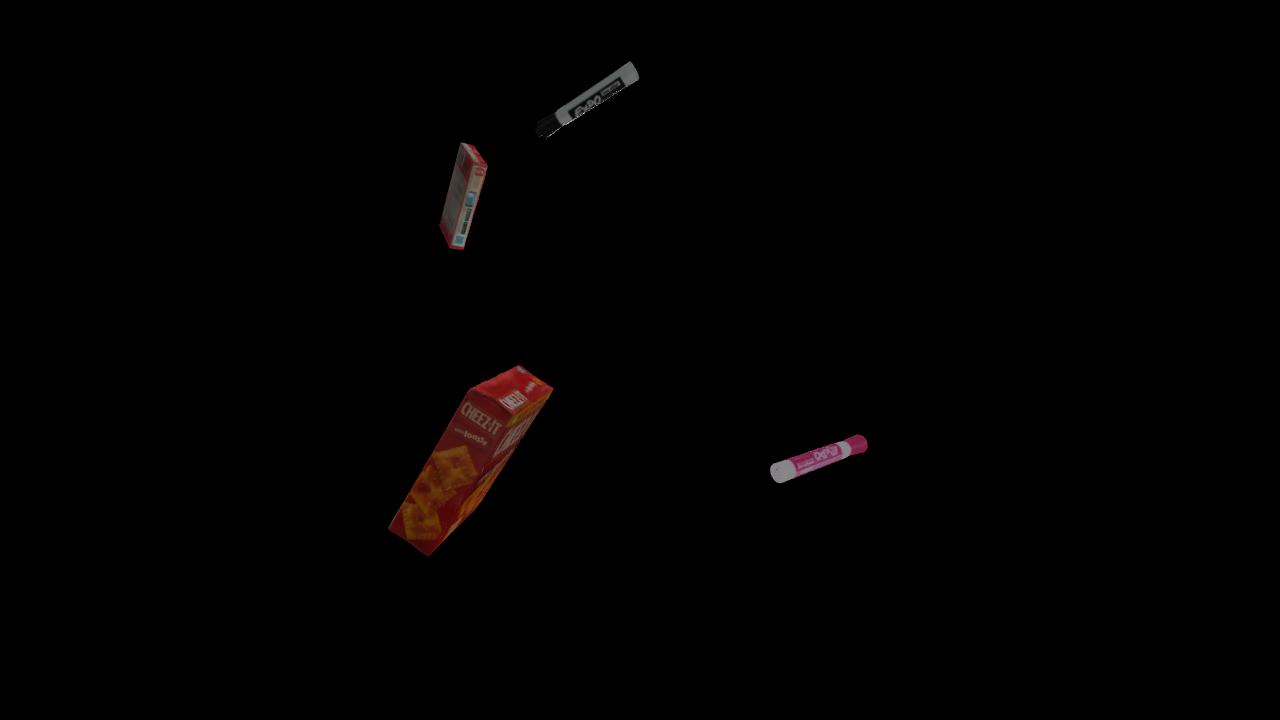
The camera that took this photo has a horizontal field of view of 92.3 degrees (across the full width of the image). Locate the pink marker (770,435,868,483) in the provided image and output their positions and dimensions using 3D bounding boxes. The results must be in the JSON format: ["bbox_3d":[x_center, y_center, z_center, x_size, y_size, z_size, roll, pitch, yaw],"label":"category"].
[{"bbox_3d":[0.176,0.093,0.592,0.121,0.020,0.020,-12,6,-30],"label":"pink marker"}]

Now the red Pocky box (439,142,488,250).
[{"bbox_3d":[-0.293,-0.269,1.014,0.028,0.155,0.083,3,37,-36],"label":"red Pocky box"}]

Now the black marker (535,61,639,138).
[{"bbox_3d":[-0.057,-0.265,0.632,0.121,0.020,0.020,-25,-8,18],"label":"black marker"}]

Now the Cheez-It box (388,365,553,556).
[{"bbox_3d":[-0.216,0.123,0.810,0.071,0.223,0.166,34,12,1],"label":"Cheez-It box"}]
